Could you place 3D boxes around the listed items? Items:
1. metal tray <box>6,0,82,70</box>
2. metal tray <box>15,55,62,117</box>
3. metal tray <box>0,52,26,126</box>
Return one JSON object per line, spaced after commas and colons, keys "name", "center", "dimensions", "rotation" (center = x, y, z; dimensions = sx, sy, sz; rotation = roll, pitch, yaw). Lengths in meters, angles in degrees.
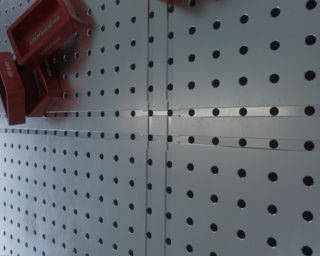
{"name": "metal tray", "center": [-0.211, -0.179, 0.557], "dimensions": [0.130, 0.030, 0.090], "rotation": [-35, 67, 15]}
{"name": "metal tray", "center": [-0.243, -0.097, 0.608], "dimensions": [0.090, 0.030, 0.130], "rotation": [-34, 69, 35]}
{"name": "metal tray", "center": [-0.298, -0.079, 0.615], "dimensions": [0.130, 0.030, 0.089], "rotation": [55, 141, 34]}
